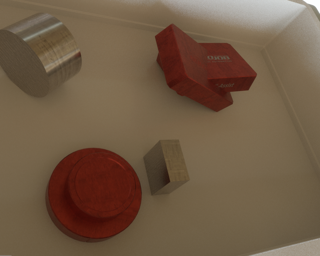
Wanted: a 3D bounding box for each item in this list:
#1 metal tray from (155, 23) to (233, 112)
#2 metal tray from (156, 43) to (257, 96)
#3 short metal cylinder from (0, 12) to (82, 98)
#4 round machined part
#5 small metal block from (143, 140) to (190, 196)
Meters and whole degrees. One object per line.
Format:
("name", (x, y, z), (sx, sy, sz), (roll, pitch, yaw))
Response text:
("metal tray", (0.053, -0.083, 0.450), (0.131, 0.030, 0.090), (19, 51, -48))
("metal tray", (0.071, -0.094, 0.477), (0.131, 0.030, 0.090), (-8, 50, -26))
("short metal cylinder", (-0.136, -0.081, 0.347), (0.080, 0.080, 0.050), (41, 51, 0))
("round machined part", (-0.064, 0.064, 0.322), (0.099, 0.042, 0.098), (14, 56, -21))
("small metal block", (0.006, 0.047, 0.366), (0.025, 0.050, 0.050), (0, 62, -29))
